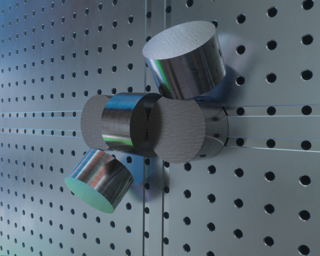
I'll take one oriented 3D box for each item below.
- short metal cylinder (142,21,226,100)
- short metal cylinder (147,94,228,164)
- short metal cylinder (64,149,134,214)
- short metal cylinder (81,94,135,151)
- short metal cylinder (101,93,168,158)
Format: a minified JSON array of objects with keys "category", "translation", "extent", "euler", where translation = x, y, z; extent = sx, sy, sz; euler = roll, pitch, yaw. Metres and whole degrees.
[{"category":"short metal cylinder","translation":[0.027,-0.075,0.341],"extent":[0.080,0.080,0.050],"euler":[11,139,39]},{"category":"short metal cylinder","translation":[0.032,0.000,0.364],"extent":[0.080,0.050,0.079],"euler":[0,90,39]},{"category":"short metal cylinder","translation":[-0.084,0.075,0.433],"extent":[0.080,0.050,0.080],"euler":[23,146,17]},{"category":"short metal cylinder","translation":[-0.069,-0.007,0.447],"extent":[0.080,0.050,0.079],"euler":[0,90,39]},{"category":"short metal cylinder","translation":[-0.028,-0.005,0.394],"extent":[0.050,0.081,0.079],"euler":[6,94,39]}]
